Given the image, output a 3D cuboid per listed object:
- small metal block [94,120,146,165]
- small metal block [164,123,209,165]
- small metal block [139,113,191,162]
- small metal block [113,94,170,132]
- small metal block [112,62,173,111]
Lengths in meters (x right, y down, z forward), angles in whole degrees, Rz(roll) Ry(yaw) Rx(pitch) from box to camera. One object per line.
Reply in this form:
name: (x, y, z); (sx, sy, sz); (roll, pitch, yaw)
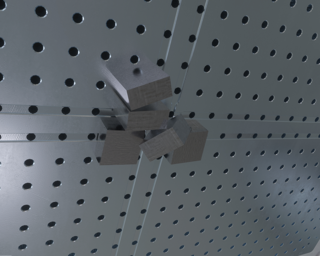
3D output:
small metal block: (-0.051, 0.019, 0.394); (0.050, 0.025, 0.050); (2, 117, -29)
small metal block: (0.036, 0.022, 0.444); (0.050, 0.025, 0.050); (-5, 121, -26)
small metal block: (0.008, 0.011, 0.390); (0.050, 0.050, 0.025); (-29, 101, 24)
small metal block: (-0.023, -0.020, 0.369); (0.050, 0.050, 0.025); (-4, 120, -26)
small metal block: (-0.021, -0.049, 0.353); (0.050, 0.050, 0.025); (-21, 127, -16)
